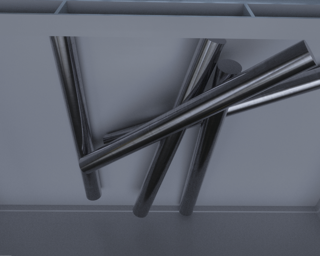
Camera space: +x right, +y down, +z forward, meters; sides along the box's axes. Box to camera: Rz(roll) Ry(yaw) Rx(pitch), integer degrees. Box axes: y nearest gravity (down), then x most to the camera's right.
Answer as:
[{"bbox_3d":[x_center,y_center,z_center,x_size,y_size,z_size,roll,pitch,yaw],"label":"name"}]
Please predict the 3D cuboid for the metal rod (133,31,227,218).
[{"bbox_3d":[0.011,0.021,0.392,0.025,0.025,0.298,12,129,-11],"label":"metal rod"}]

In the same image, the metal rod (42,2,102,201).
[{"bbox_3d":[-0.105,-0.007,0.401,0.025,0.025,0.298,0,130,-1],"label":"metal rod"}]

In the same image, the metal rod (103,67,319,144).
[{"bbox_3d":[0.068,-0.022,0.390,0.301,0.025,0.025,-17,128,14],"label":"metal rod"}]

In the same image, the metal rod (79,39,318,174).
[{"bbox_3d":[0.013,-0.006,0.339,0.299,0.025,0.025,-27,126,33],"label":"metal rod"}]

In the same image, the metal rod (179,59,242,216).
[{"bbox_3d":[0.057,0.039,0.418,0.025,0.025,0.298,4,138,-3],"label":"metal rod"}]
